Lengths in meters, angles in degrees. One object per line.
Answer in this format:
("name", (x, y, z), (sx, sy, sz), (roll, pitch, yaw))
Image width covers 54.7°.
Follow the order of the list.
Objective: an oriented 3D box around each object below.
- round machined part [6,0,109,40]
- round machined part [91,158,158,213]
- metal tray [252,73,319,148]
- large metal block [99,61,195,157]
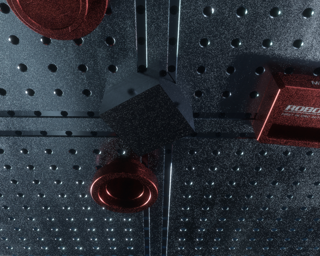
("round machined part", (-0.099, -0.128, 0.291), (0.099, 0.042, 0.097), (0, 130, 0))
("round machined part", (-0.052, 0.084, 0.471), (0.099, 0.042, 0.097), (0, 130, 0))
("metal tray", (0.196, -0.018, 0.394), (0.131, 0.030, 0.089), (5, 130, -5))
("large metal block", (-0.014, -0.021, 0.377), (0.080, 0.050, 0.080), (-25, 126, 20))
